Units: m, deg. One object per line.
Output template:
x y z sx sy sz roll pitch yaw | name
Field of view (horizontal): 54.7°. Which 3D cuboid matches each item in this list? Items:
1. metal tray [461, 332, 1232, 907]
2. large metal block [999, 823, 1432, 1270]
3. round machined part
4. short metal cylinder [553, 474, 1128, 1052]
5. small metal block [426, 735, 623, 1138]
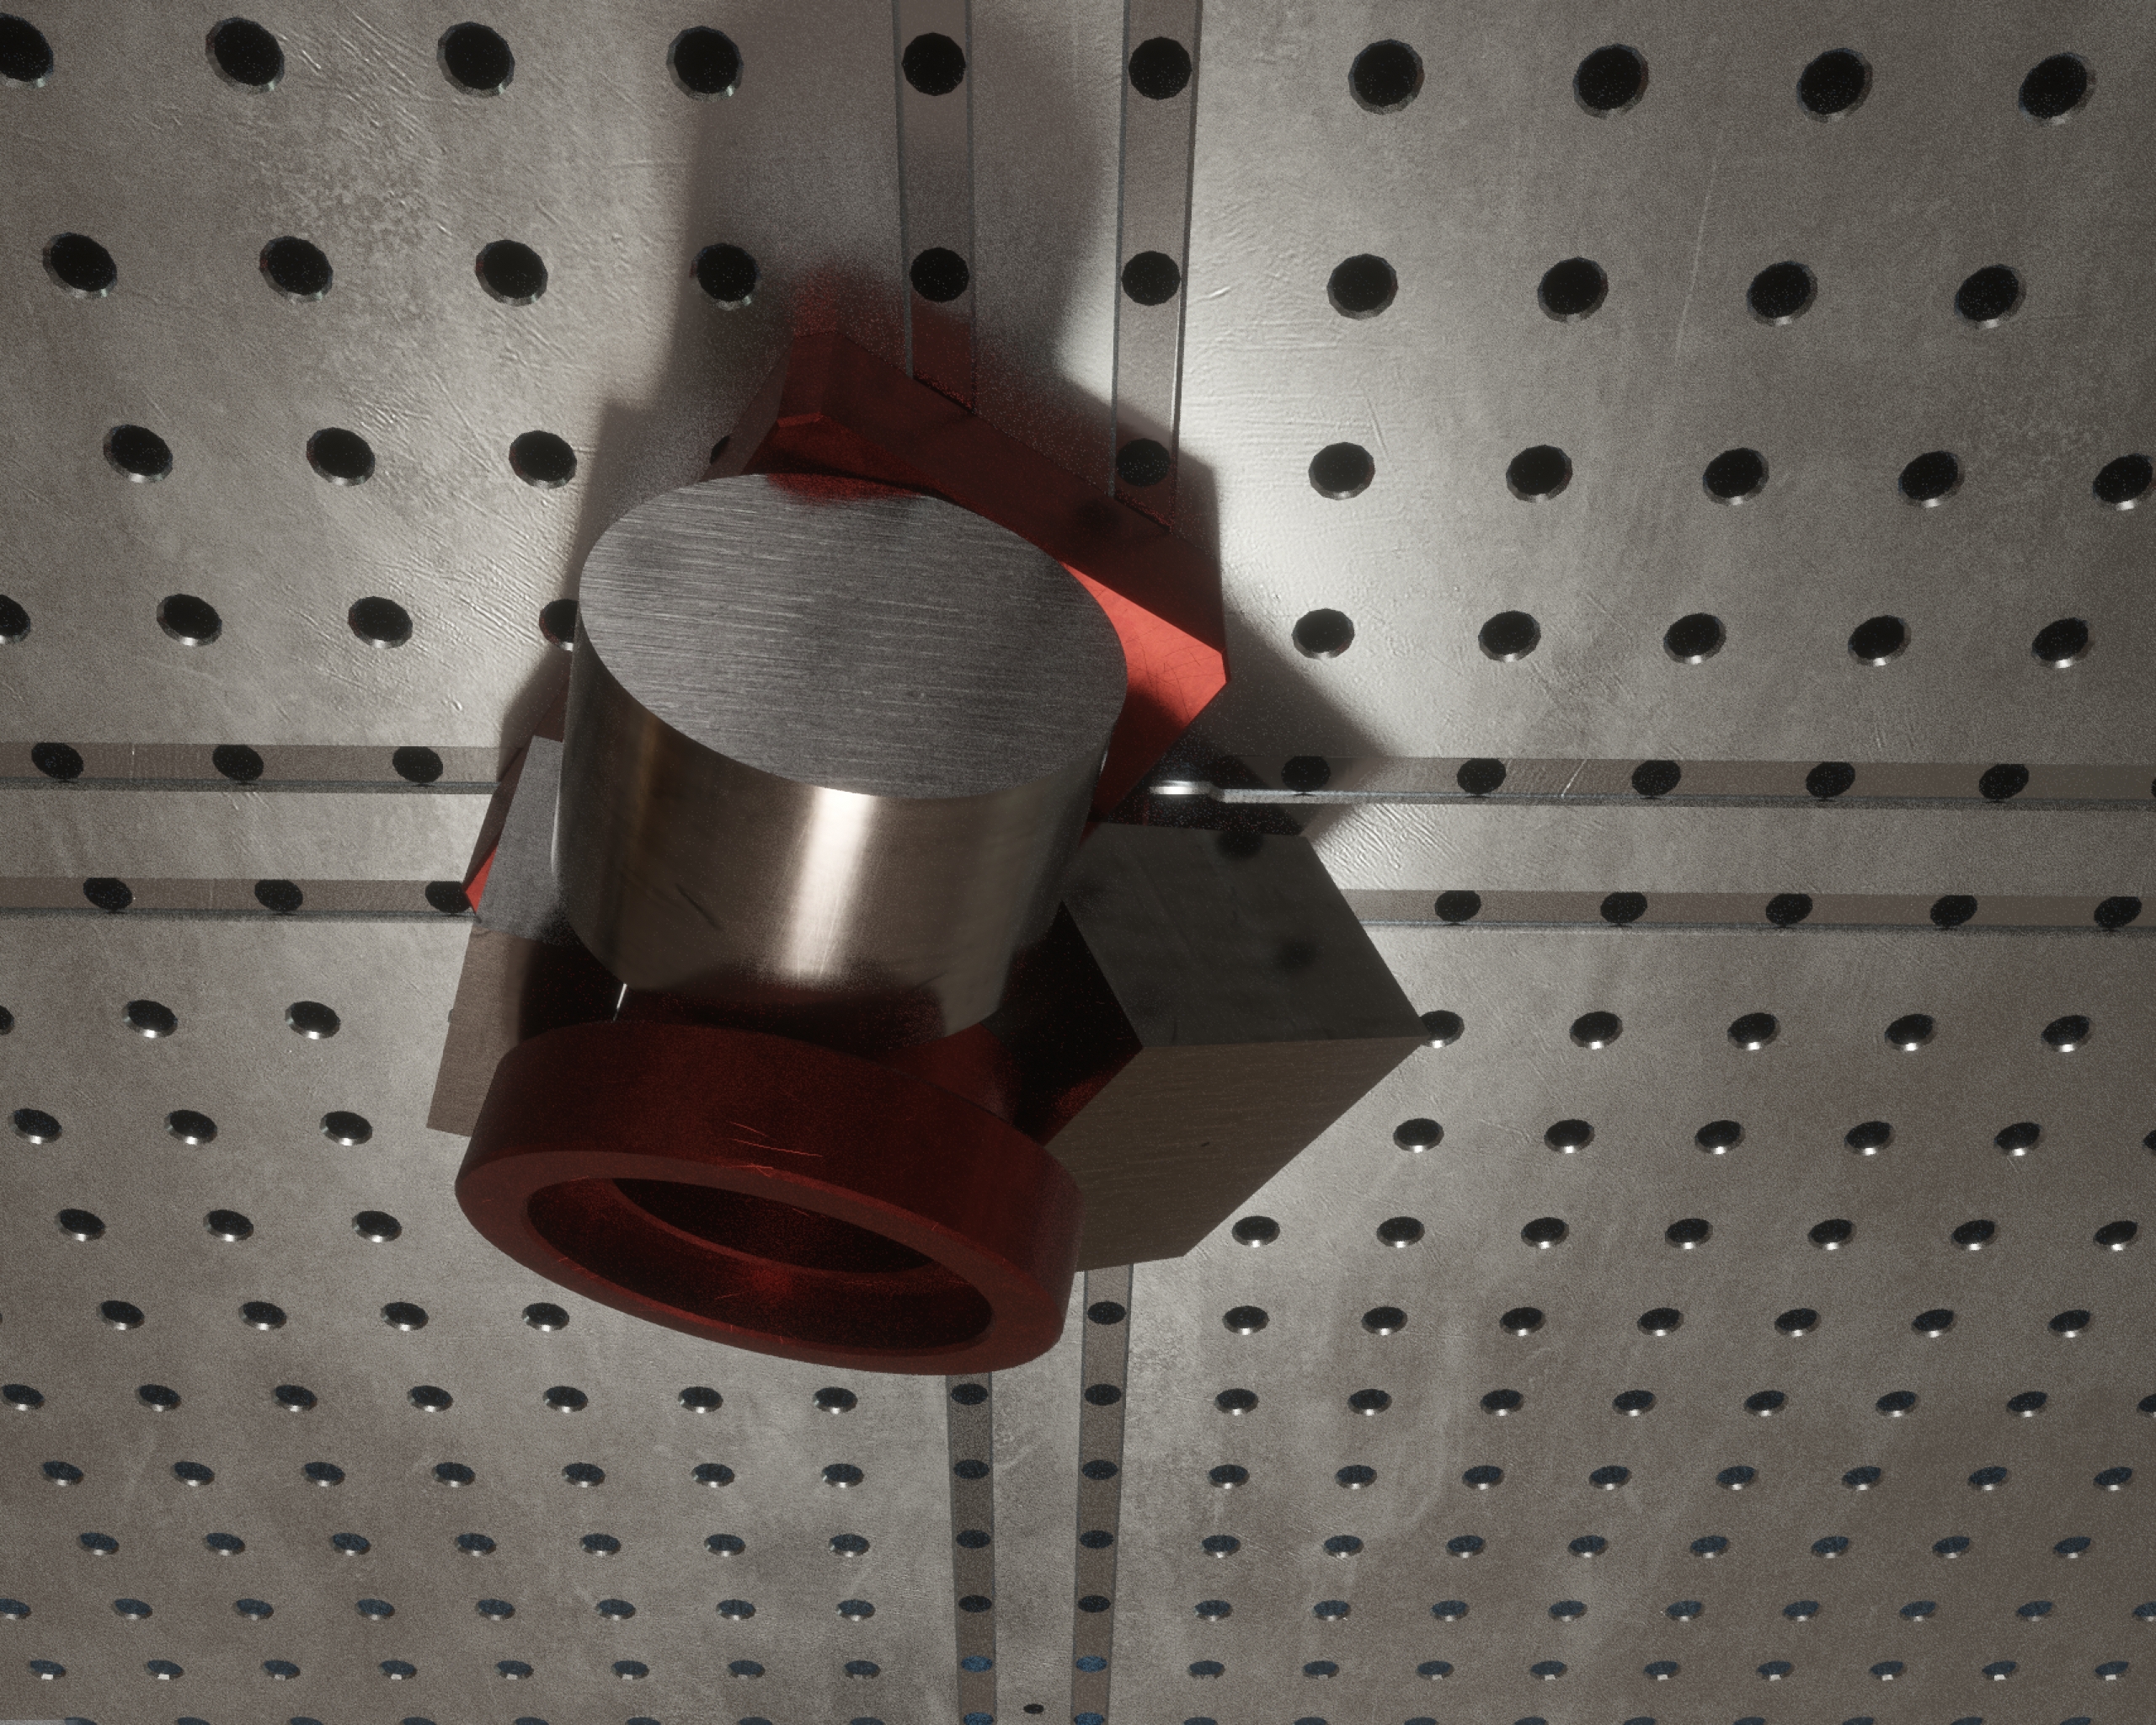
-0.045 -0.023 0.389 0.090 0.030 0.129 28 125 -22 | metal tray
0.006 0.038 0.404 0.081 0.050 0.080 3 139 -45 | large metal block
-0.047 0.048 0.342 0.099 0.042 0.098 9 151 6 | round machined part
-0.038 -0.017 0.321 0.081 0.080 0.050 10 129 -9 | short metal cylinder
-0.092 0.015 0.365 0.025 0.050 0.050 15 128 -13 | small metal block
